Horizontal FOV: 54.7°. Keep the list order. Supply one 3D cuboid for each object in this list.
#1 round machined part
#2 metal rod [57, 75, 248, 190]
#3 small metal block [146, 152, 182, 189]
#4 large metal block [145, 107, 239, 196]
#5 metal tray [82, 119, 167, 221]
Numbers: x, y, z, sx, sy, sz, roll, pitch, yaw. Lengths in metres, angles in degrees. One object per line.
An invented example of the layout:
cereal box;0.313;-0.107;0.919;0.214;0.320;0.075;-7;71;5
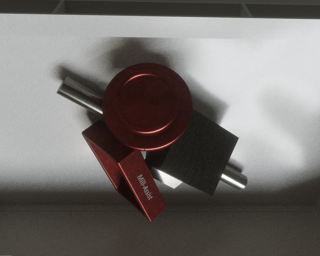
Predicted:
round machined part;-0.014;-0.025;0.335;0.099;0.097;0.042;-1;171;0
metal rod;0.006;0.016;0.421;0.301;0.025;0.025;29;124;-23
small metal block;0.008;0.049;0.432;0.050;0.050;0.025;31;123;-24
large metal block;0.039;0.028;0.389;0.080;0.050;0.080;30;81;-23
metal tray;-0.046;0.058;0.415;0.030;0.090;0.129;-39;132;-21
